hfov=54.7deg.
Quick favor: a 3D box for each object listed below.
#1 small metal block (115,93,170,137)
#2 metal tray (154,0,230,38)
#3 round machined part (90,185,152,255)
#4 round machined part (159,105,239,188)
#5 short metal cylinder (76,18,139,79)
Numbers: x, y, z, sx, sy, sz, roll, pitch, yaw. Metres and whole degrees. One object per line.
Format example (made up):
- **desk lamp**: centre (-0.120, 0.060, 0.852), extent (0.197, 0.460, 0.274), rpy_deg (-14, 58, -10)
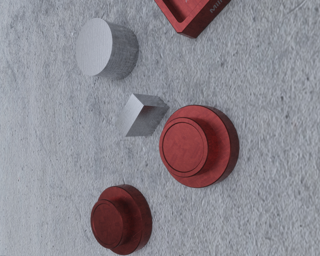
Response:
- **small metal block**: centre (-0.023, -0.016, 0.406), extent (0.025, 0.050, 0.050), rpy_deg (47, 118, 29)
- **metal tray**: centre (0.051, -0.182, 0.357), extent (0.129, 0.030, 0.090), rpy_deg (-44, 64, 31)
- **round machined part**: centre (-0.062, 0.132, 0.442), extent (0.098, 0.042, 0.097), rpy_deg (0, 90, 39)
- **round machined part**: centre (0.038, 0.021, 0.361), extent (0.098, 0.042, 0.097), rpy_deg (0, 90, 39)
- **short metal cylinder**: centre (-0.077, -0.113, 0.450), extent (0.080, 0.050, 0.079), rpy_deg (0, 90, 39)
